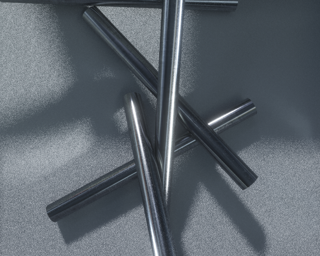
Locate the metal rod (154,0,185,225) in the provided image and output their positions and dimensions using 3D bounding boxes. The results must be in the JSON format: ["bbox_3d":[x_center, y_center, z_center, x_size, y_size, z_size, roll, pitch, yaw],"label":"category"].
[{"bbox_3d":[0.007,-0.001,0.374,0.025,0.025,0.298,3,105,0],"label":"metal rod"}]

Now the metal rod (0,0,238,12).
[{"bbox_3d":[-0.050,-0.170,0.401,0.302,0.025,0.025,1,90,-4],"label":"metal rod"}]

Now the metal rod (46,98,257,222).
[{"bbox_3d":[-0.011,0.042,0.411,0.301,0.025,0.025,-28,90,0],"label":"metal rod"}]

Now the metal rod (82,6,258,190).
[{"bbox_3d":[0.008,-0.042,0.393,0.025,0.025,0.300,-43,83,0],"label":"metal rod"}]

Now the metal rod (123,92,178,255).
[{"bbox_3d":[-0.005,0.088,0.342,0.025,0.025,0.299,-14,62,0],"label":"metal rod"}]
